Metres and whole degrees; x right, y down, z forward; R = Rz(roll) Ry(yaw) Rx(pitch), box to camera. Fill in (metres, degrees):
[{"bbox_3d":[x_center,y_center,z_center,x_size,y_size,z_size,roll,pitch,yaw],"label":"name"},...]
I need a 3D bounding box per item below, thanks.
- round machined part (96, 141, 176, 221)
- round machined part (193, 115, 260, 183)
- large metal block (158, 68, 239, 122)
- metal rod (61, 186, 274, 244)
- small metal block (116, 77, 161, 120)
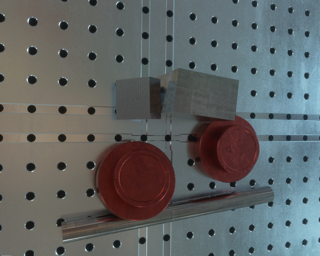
[{"bbox_3d":[-0.026,0.063,0.381,0.099,0.042,0.098,5,73,-18],"label":"round machined part"},{"bbox_3d":[0.101,0.029,0.441,0.099,0.042,0.097,0,90,-20],"label":"round machined part"},{"bbox_3d":[0.042,-0.038,0.399,0.081,0.080,0.050,7,88,-20],"label":"large metal block"},{"bbox_3d":[0.025,0.113,0.421,0.303,0.025,0.025,-5,92,-20],"label":"metal rod"},{"bbox_3d":[-0.027,-0.036,0.387,0.025,0.050,0.050,-2,91,-60],"label":"small metal block"}]
